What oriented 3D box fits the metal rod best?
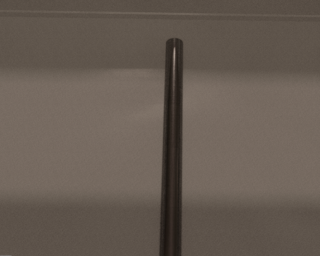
[{"bbox_3d":[0.017,0.016,0.404,0.025,0.025,0.299,2,70,0],"label":"metal rod"}]
